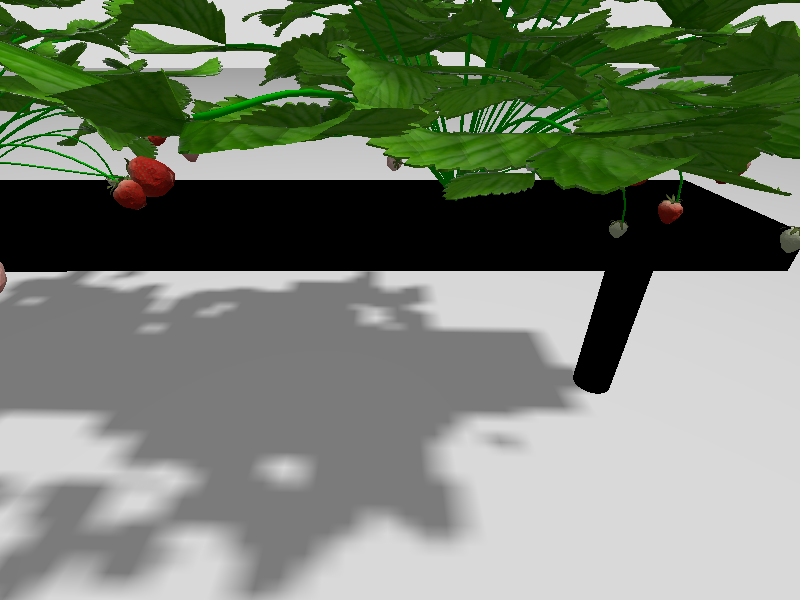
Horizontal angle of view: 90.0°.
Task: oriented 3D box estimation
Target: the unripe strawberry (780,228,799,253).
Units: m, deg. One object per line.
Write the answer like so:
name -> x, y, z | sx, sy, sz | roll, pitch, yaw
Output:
unripe strawberry -> 0.247, -0.037, 0.251 | 0.013, 0.015, 0.015 | 17, 36, 26

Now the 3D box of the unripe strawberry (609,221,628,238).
unripe strawberry -> 0.152, -0.049, 0.279 | 0.011, 0.011, 0.011 | 24, 39, 33

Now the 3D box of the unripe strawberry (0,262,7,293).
unripe strawberry -> -0.217, -0.009, 0.203 | 0.028, 0.025, 0.026 | -29, 63, -38

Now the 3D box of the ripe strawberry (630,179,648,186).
ripe strawberry -> 0.226, -0.129, 0.385 | 0.042, 0.036, 0.042 | -7, 32, -13

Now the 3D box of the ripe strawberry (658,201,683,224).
ripe strawberry -> 0.201, -0.065, 0.299 | 0.016, 0.016, 0.018 | 12, 34, 19

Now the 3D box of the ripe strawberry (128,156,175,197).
ripe strawberry -> -0.219, -0.109, 0.354 | 0.034, 0.035, 0.031 | -1, 32, -3

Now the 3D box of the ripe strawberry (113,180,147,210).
ripe strawberry -> -0.220, -0.085, 0.327 | 0.024, 0.023, 0.022 | -29, 23, 24

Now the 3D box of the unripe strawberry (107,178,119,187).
unripe strawberry -> -0.257, -0.106, 0.360 | 0.010, 0.010, 0.009 | -3, 32, -4

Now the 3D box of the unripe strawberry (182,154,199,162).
unripe strawberry -> -0.250, -0.177, 0.477 | 0.021, 0.025, 0.025 | -28, 41, -37

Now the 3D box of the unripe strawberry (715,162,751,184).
unripe strawberry -> 0.310, -0.125, 0.377 | 0.030, 0.031, 0.029 | -4, 32, -7

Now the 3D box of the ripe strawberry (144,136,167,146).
ripe strawberry -> -0.336, -0.229, 0.551 | 0.031, 0.035, 0.033 | 8, 14, 13

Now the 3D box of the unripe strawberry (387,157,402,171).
unripe strawberry -> -0.007, -0.153, 0.442 | 0.017, 0.020, 0.019 | -16, 30, -24
